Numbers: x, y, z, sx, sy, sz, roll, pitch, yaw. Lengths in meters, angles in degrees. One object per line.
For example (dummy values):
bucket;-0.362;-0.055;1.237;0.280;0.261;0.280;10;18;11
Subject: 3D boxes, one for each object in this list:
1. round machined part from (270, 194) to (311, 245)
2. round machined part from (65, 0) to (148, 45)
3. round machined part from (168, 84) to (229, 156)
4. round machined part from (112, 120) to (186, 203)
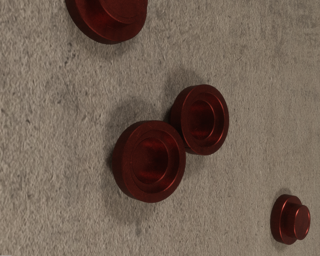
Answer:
round machined part;0.267;0.186;0.622;0.099;0.042;0.097;0;90;-40
round machined part;-0.053;-0.148;0.351;0.099;0.042;0.097;0;90;-40
round machined part;0.051;-0.011;0.439;0.099;0.042;0.097;0;90;-40
round machined part;-0.017;0.039;0.381;0.099;0.042;0.097;0;90;-40
